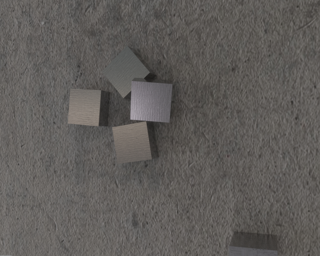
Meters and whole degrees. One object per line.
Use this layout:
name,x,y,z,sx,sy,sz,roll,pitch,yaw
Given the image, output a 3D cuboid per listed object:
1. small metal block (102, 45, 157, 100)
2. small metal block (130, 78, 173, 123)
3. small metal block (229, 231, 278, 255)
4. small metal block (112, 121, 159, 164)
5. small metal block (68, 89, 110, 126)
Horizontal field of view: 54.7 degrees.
small metal block,-0.042,-0.075,0.424,0.050,0.025,0.050,-42,77,15
small metal block,-0.010,-0.036,0.399,0.050,0.025,0.050,5,109,2
small metal block,0.109,0.142,0.357,0.050,0.050,0.025,-2,90,20
small metal block,-0.033,0.020,0.421,0.050,0.025,0.050,-10,87,19
small metal block,-0.102,-0.029,0.445,0.050,0.025,0.050,5,92,20
